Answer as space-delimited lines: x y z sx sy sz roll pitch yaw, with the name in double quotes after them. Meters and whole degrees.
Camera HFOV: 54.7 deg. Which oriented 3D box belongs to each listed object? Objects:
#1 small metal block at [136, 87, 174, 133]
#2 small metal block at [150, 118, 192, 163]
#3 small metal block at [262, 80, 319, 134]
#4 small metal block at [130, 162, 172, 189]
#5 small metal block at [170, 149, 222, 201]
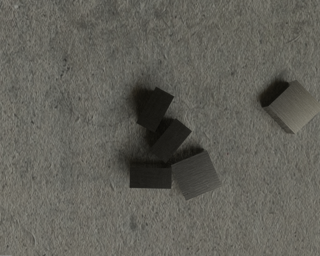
-0.006 -0.022 0.397 0.025 0.050 0.050 29 90 0 "small metal block"
0.013 0.015 0.397 0.025 0.050 0.050 39 90 0 "small metal block"
0.175 -0.027 0.411 0.050 0.025 0.050 -44 90 0 "small metal block"
-0.011 0.060 0.397 0.050 0.050 0.025 1 90 0 "small metal block"
0.047 0.061 0.410 0.050 0.025 0.050 -23 90 0 "small metal block"
